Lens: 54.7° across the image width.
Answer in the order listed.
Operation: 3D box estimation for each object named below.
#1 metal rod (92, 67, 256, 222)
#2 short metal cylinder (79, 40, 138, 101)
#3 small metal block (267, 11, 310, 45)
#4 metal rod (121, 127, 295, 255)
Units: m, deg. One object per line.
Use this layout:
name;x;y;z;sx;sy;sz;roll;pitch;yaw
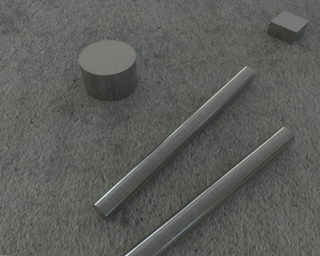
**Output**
metal rod;0.036;0.003;0.400;0.025;0.025;0.302;34;57;25
short metal cylinder;-0.075;-0.085;0.458;0.081;0.050;0.080;0;50;0
small metal block;0.231;-0.182;0.559;0.050;0.025;0.050;35;58;25
metal rod;0.046;0.083;0.333;0.302;0.025;0.025;-32;58;-25
